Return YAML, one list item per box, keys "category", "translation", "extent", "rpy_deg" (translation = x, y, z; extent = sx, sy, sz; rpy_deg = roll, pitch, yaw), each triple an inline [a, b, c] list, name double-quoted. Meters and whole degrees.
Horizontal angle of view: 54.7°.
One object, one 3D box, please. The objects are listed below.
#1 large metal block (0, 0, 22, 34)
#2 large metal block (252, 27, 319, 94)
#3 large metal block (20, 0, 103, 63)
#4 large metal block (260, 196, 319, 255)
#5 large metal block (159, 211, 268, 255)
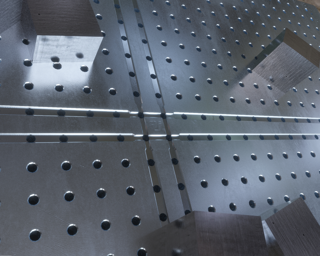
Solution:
- category: "large metal block"
  translation: [-0.205, -0.149, 0.354]
  extent: [0.050, 0.080, 0.080]
  rpy_deg: [35, 51, -6]
- category: "large metal block"
  translation: [0.235, -0.124, 0.579]
  extent: [0.080, 0.080, 0.050]
  rpy_deg: [33, 51, -7]
- category: "large metal block"
  translation: [-0.130, -0.133, 0.404]
  extent: [0.081, 0.050, 0.080]
  rpy_deg: [-9, 67, -33]
- category: "large metal block"
  translation: [0.162, 0.145, 0.393]
  extent: [0.081, 0.050, 0.080]
  rpy_deg: [-16, 70, -35]
- category: "large metal block"
  translation: [0.053, 0.125, 0.327]
  extent: [0.081, 0.080, 0.050]
  rpy_deg: [11, 57, -23]
